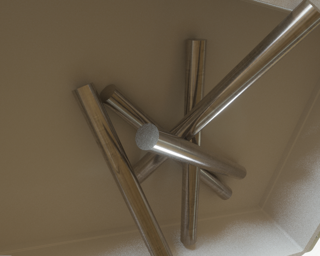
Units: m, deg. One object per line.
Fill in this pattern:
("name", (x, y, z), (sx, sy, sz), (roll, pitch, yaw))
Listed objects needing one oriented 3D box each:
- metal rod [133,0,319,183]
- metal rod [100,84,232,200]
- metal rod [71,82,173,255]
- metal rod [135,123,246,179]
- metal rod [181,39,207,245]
("metal rod", (0.046, -0.014, 0.347), (0.025, 0.025, 0.298), (15, 135, -34))
("metal rod", (0.027, 0.037, 0.446), (0.025, 0.025, 0.300), (-46, 129, 4))
("metal rod", (-0.028, 0.089, 0.371), (0.025, 0.025, 0.299), (-26, 104, -13))
("metal rod", (0.062, 0.042, 0.405), (0.025, 0.025, 0.301), (-52, 148, 9))
("metal rod", (0.044, 0.033, 0.422), (0.025, 0.025, 0.298), (-10, 114, -23))
